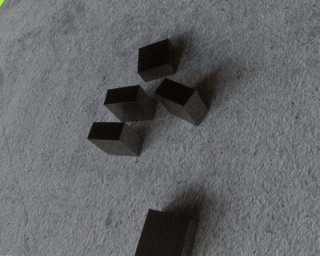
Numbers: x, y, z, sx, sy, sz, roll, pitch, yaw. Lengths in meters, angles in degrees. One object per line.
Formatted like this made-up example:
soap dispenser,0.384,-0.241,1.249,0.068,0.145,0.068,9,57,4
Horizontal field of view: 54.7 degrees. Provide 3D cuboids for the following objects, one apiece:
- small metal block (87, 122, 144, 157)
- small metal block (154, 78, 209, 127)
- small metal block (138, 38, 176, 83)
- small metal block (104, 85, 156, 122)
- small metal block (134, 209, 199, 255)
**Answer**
small metal block,-0.058,0.015,0.409,0.050,0.050,0.025,1,62,28
small metal block,0.028,-0.033,0.393,0.050,0.050,0.025,29,78,37
small metal block,-0.005,-0.102,0.469,0.050,0.025,0.050,-13,56,21
small metal block,-0.041,-0.032,0.429,0.050,0.050,0.025,-5,60,26
small metal block,0.008,0.118,0.327,0.050,0.025,0.050,5,64,30
